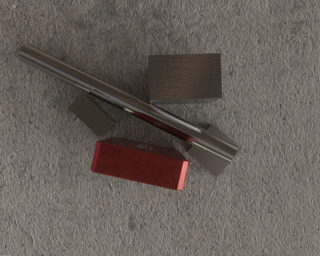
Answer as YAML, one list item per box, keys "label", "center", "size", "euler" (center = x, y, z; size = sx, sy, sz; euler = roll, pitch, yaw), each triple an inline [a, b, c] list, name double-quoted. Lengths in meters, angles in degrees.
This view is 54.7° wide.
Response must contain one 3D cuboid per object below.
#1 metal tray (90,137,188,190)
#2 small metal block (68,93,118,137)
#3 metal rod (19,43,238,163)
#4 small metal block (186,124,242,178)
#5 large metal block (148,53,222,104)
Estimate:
- label: "metal tray"
  center: [-0.020, 0.036, 0.359]
  size: [0.091, 0.130, 0.030]
  euler: [12, 90, 0]
- label: "small metal block"
  center: [-0.084, -0.016, 0.397]
  size: [0.050, 0.050, 0.025]
  euler: [44, 90, -1]
- label: "metal rod"
  center: [-0.043, -0.034, 0.397]
  size: [0.301, 0.025, 0.025]
  euler: [26, 90, 5]
- label: "small metal block"
  center: [0.071, 0.029, 0.413]
  size: [0.050, 0.025, 0.050]
  euler: [41, 90, -1]
- label: "large metal block"
  center: [0.028, -0.057, 0.383]
  size: [0.081, 0.080, 0.050]
  euler: [-2, 90, -1]
